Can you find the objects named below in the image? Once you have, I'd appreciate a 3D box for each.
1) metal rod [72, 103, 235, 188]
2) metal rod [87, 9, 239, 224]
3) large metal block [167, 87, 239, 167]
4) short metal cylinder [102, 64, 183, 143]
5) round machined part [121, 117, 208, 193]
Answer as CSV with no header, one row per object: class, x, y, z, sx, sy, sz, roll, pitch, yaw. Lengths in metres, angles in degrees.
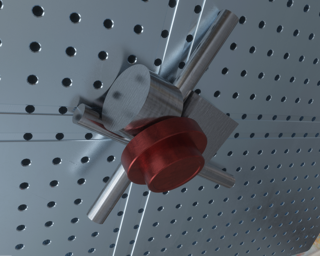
metal rod,0.014,0.038,0.443,0.301,0.025,0.025,27,103,-38
metal rod,0.002,-0.012,0.381,0.025,0.025,0.299,32,93,-39
large metal block,0.044,-0.001,0.416,0.080,0.050,0.080,29,102,-38
short metal cylinder,-0.021,-0.024,0.350,0.050,0.080,0.080,28,103,-38
round machined part,0.010,0.036,0.345,0.099,0.042,0.098,-21,148,-14
